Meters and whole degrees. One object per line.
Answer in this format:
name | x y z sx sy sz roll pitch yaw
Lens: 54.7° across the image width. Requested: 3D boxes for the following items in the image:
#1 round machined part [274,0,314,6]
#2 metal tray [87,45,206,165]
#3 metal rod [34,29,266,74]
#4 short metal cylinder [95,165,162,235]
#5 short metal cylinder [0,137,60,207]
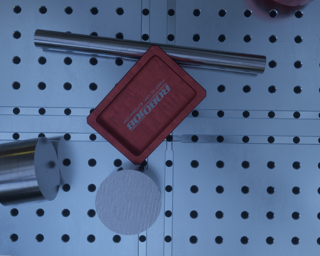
round machined part | 0.175 -0.208 0.406 0.099 0.042 0.097 0 90 0
metal tray | -0.017 -0.028 0.396 0.090 0.030 0.130 42 98 -6
metal rod | -0.012 -0.101 0.412 0.302 0.025 0.025 7 90 0
short metal cylinder | -0.038 0.090 0.400 0.081 0.050 0.080 0 90 0
short metal cylinder | -0.164 0.054 0.385 0.050 0.080 0.080 -9 90 0
